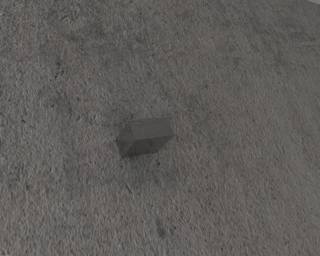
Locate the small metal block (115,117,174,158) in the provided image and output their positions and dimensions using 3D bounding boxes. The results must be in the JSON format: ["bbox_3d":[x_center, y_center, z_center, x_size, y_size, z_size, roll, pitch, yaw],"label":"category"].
[{"bbox_3d":[-0.019,0.011,0.370,0.050,0.050,0.025,-6,65,-31],"label":"small metal block"}]
